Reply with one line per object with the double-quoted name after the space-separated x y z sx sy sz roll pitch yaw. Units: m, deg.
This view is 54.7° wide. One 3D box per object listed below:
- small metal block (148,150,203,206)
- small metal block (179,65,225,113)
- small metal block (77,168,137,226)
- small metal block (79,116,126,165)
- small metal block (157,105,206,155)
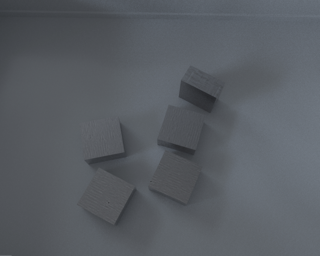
0.019 0.063 0.387 0.050 0.025 0.050 24 72 8 "small metal block"
0.055 -0.051 0.416 0.050 0.050 0.025 28 73 9 "small metal block"
-0.064 0.084 0.378 0.050 0.025 0.050 26 72 8 "small metal block"
-0.074 0.016 0.403 0.050 0.025 0.050 -11 71 -4 "small metal block"
0.028 0.003 0.409 0.050 0.025 0.050 16 71 5 "small metal block"
